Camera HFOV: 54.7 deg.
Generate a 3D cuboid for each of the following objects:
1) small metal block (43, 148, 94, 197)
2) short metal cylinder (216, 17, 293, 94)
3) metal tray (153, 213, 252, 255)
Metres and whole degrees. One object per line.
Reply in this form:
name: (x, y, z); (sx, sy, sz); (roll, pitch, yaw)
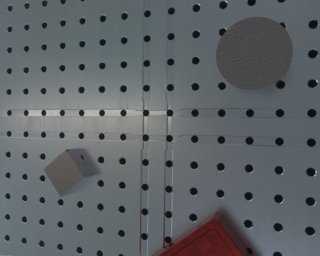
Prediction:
small metal block: (-0.136, 0.066, 0.460); (0.050, 0.025, 0.050); (-39, 78, 15)
short metal cylinder: (0.110, -0.081, 0.361); (0.080, 0.050, 0.079); (0, 90, 20)
metal tray: (0.049, 0.181, 0.392); (0.130, 0.030, 0.090); (-40, 78, 15)
